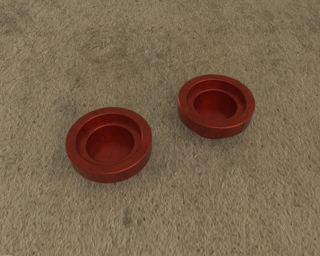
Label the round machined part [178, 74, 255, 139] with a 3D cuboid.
[{"bbox_3d":[0.072,-0.024,0.413,0.099,0.042,0.098,0,50,0],"label":"round machined part"}]

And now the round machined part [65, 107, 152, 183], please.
[{"bbox_3d":[-0.059,0.024,0.372,0.099,0.042,0.098,0,50,0],"label":"round machined part"}]
